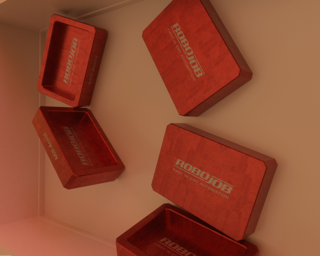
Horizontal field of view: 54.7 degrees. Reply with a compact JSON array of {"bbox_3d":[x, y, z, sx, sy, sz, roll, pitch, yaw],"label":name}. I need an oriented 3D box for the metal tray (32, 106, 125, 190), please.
[{"bbox_3d":[-0.122,0.024,0.461,0.030,0.091,0.130,-51,61,29],"label":"metal tray"}]

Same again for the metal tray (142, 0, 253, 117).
[{"bbox_3d":[0.039,-0.089,0.370,0.090,0.030,0.130,-37,68,33],"label":"metal tray"}]

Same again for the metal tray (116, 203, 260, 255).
[{"bbox_3d":[0.028,0.138,0.336,0.130,0.091,0.030,17,119,38],"label":"metal tray"}]

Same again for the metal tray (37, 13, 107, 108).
[{"bbox_3d":[-0.145,-0.108,0.502,0.090,0.030,0.129,23,106,20],"label":"metal tray"}]

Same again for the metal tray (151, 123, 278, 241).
[{"bbox_3d":[0.055,0.055,0.357,0.130,0.030,0.089,23,105,37],"label":"metal tray"}]
